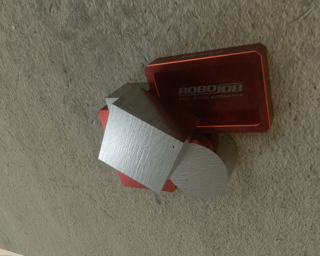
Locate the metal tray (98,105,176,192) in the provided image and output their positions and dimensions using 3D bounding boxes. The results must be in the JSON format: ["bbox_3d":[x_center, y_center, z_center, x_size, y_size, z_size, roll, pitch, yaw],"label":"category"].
[{"bbox_3d":[-0.025,0.026,0.436,0.090,0.030,0.129,1,119,28],"label":"metal tray"}]

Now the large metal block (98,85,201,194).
[{"bbox_3d":[-0.014,0.013,0.341,0.080,0.050,0.079,29,128,10],"label":"large metal block"}]

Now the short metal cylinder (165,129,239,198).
[{"bbox_3d":[0.053,0.040,0.389,0.080,0.050,0.079,14,124,21],"label":"short metal cylinder"}]

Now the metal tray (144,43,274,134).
[{"bbox_3d":[0.055,-0.040,0.351,0.130,0.030,0.089,-2,118,29],"label":"metal tray"}]

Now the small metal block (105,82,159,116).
[{"bbox_3d":[-0.031,-0.037,0.386,0.050,0.050,0.025,1,119,28],"label":"small metal block"}]
